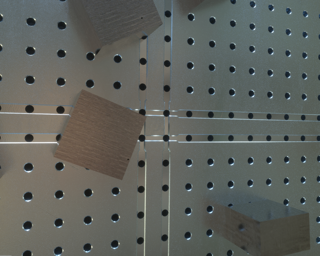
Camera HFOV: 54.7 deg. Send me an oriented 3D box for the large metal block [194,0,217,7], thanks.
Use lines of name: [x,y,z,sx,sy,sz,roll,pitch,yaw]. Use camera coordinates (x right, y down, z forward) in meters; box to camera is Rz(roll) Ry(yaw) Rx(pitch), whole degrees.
large metal block: [0.080,-0.227,0.430,0.081,0.050,0.080,-25,99,-19]

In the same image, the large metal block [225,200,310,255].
large metal block: [0.150,0.141,0.441,0.081,0.080,0.050,-3,91,-20]

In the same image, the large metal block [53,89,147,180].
large metal block: [-0.073,0.009,0.373,0.080,0.050,0.080,23,82,-19]

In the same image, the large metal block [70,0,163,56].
large metal block: [-0.055,-0.145,0.379,0.081,0.050,0.080,-27,99,-18]

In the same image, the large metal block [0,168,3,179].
large metal block: [-0.202,0.025,0.309,0.050,0.080,0.080,-18,97,-19]
